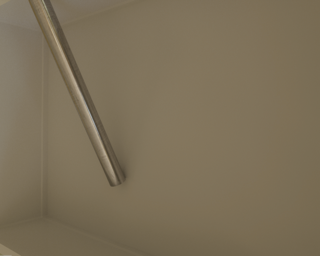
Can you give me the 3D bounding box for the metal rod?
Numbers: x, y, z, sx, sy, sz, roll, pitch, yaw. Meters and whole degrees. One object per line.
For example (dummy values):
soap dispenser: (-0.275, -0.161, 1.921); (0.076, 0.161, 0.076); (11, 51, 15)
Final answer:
metal rod: (-0.113, -0.054, 0.423); (0.025, 0.025, 0.299); (-7, 110, 40)
